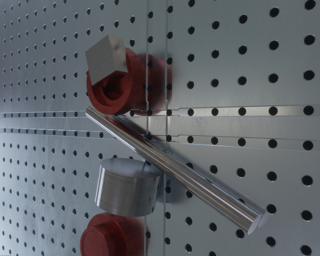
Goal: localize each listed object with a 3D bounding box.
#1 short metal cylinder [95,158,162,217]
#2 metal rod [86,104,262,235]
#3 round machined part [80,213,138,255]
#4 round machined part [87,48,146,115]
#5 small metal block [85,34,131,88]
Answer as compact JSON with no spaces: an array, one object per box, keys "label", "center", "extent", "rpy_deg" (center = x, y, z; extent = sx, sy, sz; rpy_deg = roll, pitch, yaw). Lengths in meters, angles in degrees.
[{"label":"short metal cylinder","center":[-0.041,0.075,0.408],"extent":[0.080,0.081,0.050],"rpy_deg":[18,101,38]},{"label":"metal rod","center":[-0.005,0.037,0.412],"extent":[0.300,0.025,0.025],"rpy_deg":[32,110,35]},{"label":"round machined part","center":[-0.083,0.179,0.467],"extent":[0.098,0.042,0.097],"rpy_deg":[0,90,40]},{"label":"round machined part","center":[-0.059,-0.067,0.447],"extent":[0.098,0.042,0.097],"rpy_deg":[0,90,40]},{"label":"small metal block","center":[-0.070,-0.088,0.413],"extent":[0.050,0.025,0.050],"rpy_deg":[-22,76,37]}]
